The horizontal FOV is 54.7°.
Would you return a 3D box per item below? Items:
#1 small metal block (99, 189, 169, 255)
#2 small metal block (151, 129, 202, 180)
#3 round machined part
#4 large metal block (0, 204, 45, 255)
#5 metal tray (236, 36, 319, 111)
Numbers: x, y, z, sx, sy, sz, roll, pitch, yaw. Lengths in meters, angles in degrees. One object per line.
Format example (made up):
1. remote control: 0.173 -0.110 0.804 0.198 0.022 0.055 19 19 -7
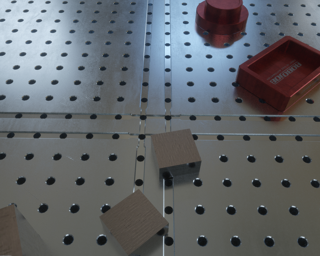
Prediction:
1. small metal block: -0.026 0.101 0.323 0.050 0.025 0.050 -32 57 -25
2. small metal block: 0.018 0.031 0.382 0.050 0.025 0.050 -9 51 -8
3. round machined part: 0.118 -0.222 0.585 0.099 0.042 0.098 0 50 0
4. large metal block: -0.151 0.120 0.269 0.081 0.080 0.050 -19 53 -16
5. metal tray: 0.194 -0.089 0.481 0.131 0.030 0.090 -34 58 -25
